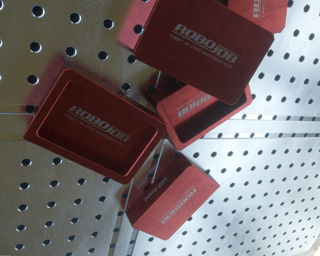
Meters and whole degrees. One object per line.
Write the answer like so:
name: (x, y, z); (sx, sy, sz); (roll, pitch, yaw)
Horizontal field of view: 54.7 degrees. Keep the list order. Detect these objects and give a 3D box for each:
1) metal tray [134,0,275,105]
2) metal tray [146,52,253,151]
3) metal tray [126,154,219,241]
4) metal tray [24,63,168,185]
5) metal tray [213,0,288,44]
metal tray: (0.047, -0.093, 0.346); (0.131, 0.030, 0.089); (24, 107, -13)
metal tray: (0.057, -0.039, 0.416); (0.131, 0.030, 0.090); (-33, 129, -7)
metal tray: (0.021, 0.113, 0.492); (0.130, 0.030, 0.090); (-47, 130, 5)
metal tray: (-0.069, -0.001, 0.350); (0.131, 0.030, 0.090); (30, 102, -24)
metal tray: (0.108, -0.171, 0.363); (0.091, 0.030, 0.129); (-20, 126, -17)
